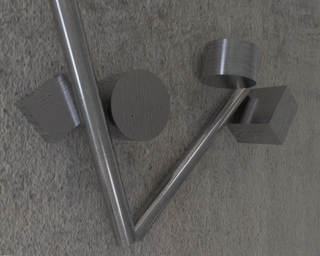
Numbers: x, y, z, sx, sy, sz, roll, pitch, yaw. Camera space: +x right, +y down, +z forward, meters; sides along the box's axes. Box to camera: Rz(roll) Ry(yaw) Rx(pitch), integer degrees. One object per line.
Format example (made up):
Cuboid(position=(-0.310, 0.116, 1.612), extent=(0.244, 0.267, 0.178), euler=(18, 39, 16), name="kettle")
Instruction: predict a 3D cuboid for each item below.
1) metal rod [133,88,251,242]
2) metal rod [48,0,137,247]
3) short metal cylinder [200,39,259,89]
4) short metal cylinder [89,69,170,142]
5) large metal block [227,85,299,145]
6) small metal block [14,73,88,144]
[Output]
Cuboid(position=(0.054, 0.031, 0.449), extent=(0.301, 0.025, 0.025), euler=(-49, 119, -29), name="metal rod")
Cuboid(position=(-0.067, -0.011, 0.315), extent=(0.025, 0.025, 0.298), euler=(-24, 111, -37), name="metal rod")
Cuboid(position=(0.102, -0.091, 0.454), extent=(0.081, 0.080, 0.050), euler=(11, 83, -40), name="short metal cylinder")
Cuboid(position=(-0.035, -0.025, 0.359), extent=(0.081, 0.050, 0.080), euler=(0, 90, -40), name="short metal cylinder")
Cuboid(position=(0.167, -0.021, 0.509), extent=(0.050, 0.080, 0.080), euler=(49, 61, -29), name="large metal block")
Cuboid(position=(-0.107, -0.020, 0.315), extent=(0.050, 0.025, 0.050), euler=(-46, 117, -30), name="small metal block")
